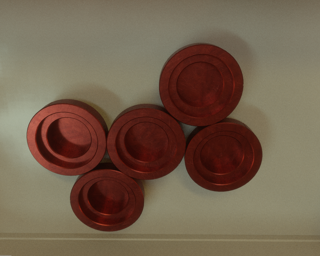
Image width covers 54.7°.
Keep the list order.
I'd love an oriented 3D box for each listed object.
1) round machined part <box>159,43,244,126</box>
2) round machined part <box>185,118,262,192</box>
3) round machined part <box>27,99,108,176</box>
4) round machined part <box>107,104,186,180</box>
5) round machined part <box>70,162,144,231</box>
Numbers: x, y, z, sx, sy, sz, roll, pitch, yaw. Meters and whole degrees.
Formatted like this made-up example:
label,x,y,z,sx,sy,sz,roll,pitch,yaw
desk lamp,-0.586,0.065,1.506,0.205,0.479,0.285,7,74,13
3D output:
label,x,y,z,sx,sy,sz,roll,pitch,yaw
round machined part,0.048,-0.055,0.380,0.099,0.042,0.097,0,110,0
round machined part,0.081,0.032,0.412,0.099,0.042,0.097,0,110,0
round machined part,-0.115,0.009,0.402,0.099,0.042,0.097,0,110,0
round machined part,-0.017,0.015,0.404,0.099,0.042,0.097,0,110,0
round machined part,-0.071,0.091,0.432,0.099,0.042,0.097,0,110,0
